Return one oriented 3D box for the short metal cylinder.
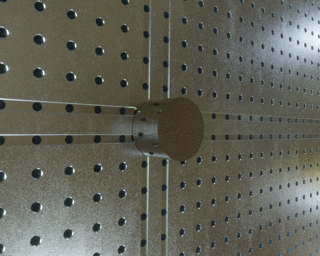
[{"bbox_3d":[0.012,0.001,0.404,0.081,0.050,0.079,0,90,-40],"label":"short metal cylinder"}]
